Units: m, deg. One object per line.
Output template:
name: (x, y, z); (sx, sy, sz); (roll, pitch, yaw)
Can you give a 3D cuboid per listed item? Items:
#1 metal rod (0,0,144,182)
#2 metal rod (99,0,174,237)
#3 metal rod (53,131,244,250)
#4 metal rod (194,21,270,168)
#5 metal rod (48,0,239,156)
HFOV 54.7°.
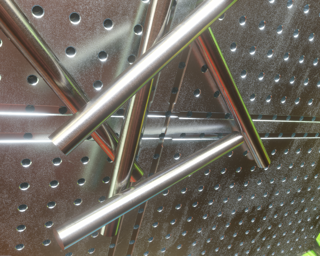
metal rod: (-0.095, -0.033, 0.339); (0.025, 0.025, 0.299); (-36, 129, -5)
metal rod: (-0.032, -0.004, 0.367); (0.025, 0.025, 0.298); (5, 108, -31)
metal rod: (0.009, 0.066, 0.406); (0.302, 0.025, 0.025); (-23, 129, -35)
metal rod: (0.114, -0.031, 0.456); (0.025, 0.025, 0.300); (-39, 130, -2)
metal rod: (0.009, -0.084, 0.324); (0.301, 0.025, 0.025); (-44, 131, -14)
